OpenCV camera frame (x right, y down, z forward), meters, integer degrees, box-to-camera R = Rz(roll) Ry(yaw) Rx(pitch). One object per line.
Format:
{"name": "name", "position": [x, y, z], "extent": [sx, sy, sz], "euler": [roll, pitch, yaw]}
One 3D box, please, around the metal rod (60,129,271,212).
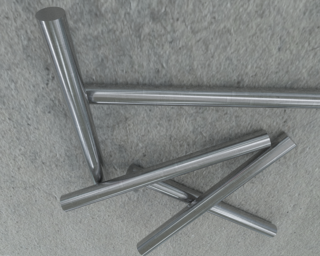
{"name": "metal rod", "position": [0.004, 0.061, 0.435], "extent": [0.301, 0.025, 0.025], "euler": [-19, 128, 5]}

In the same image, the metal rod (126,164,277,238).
{"name": "metal rod", "position": [0.081, 0.127, 0.516], "extent": [0.302, 0.025, 0.025], "euler": [26, 125, -21]}

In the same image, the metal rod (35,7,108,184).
{"name": "metal rod", "position": [-0.092, 0.000, 0.378], "extent": [0.025, 0.025, 0.298], "euler": [-1, 139, 0]}

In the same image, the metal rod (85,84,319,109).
{"name": "metal rod", "position": [0.056, -0.038, 0.375], "extent": [0.302, 0.025, 0.025], "euler": [1, 130, -2]}

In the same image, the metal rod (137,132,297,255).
{"name": "metal rod", "position": [0.075, 0.110, 0.473], "extent": [0.025, 0.025, 0.299], "euler": [37, 112, -28]}
